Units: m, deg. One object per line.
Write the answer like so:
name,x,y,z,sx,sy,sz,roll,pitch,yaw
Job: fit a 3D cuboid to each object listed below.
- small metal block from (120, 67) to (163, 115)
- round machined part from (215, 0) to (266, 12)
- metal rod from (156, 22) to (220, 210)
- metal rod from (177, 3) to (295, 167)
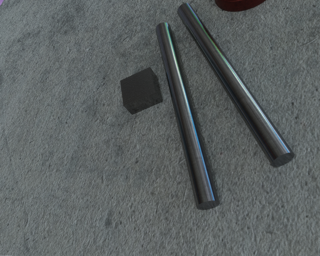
small metal block,-0.028,-0.054,0.452,0.050,0.025,0.050,-22,53,14
round machined part,0.124,-0.227,0.467,0.098,0.042,0.098,-13,56,21
metal rod,0.028,-0.039,0.412,0.025,0.025,0.299,-22,54,15
metal rod,0.083,-0.078,0.408,0.025,0.025,0.299,-29,52,10
